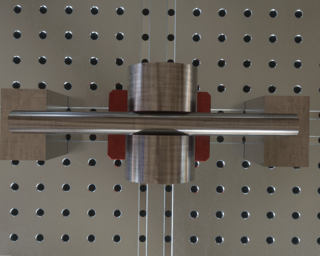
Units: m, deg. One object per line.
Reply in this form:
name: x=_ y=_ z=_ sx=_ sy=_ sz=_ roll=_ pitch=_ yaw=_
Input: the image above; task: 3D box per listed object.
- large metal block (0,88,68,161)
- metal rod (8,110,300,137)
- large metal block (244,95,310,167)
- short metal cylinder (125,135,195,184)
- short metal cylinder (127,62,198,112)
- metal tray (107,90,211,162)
large metal block: x=-0.152 y=-0.004 z=0.383 sx=0.050 sy=0.080 sz=0.080 roll=1 pitch=90 yaw=0
metal rod: x=-0.006 y=-0.005 z=0.333 sx=0.302 sy=0.025 sz=0.025 roll=1 pitch=90 yaw=0
large metal block: x=0.142 y=0.003 z=0.386 sx=0.050 sy=0.080 sz=0.080 roll=1 pitch=90 yaw=0
short metal cylinder: x=0.000 y=0.032 z=0.356 sx=0.081 sy=0.080 sz=0.050 roll=1 pitch=90 yaw=0
short metal cylinder: x=0.003 y=-0.043 z=0.356 sx=0.081 sy=0.080 sz=0.050 roll=1 pitch=90 yaw=0
metal tray: x=-0.001 y=-0.003 z=0.411 sx=0.131 sy=0.030 sz=0.089 roll=1 pitch=90 yaw=0
